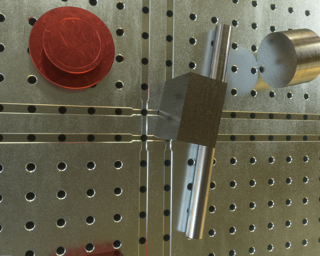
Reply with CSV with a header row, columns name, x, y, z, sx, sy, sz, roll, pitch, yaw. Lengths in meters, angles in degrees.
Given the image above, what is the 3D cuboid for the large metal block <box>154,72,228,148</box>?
name,x,y,z,sx,sy,sz,roll,pitch,yaw
large metal block,0.036,-0.020,0.397,0.050,0.080,0.080,13,86,-20

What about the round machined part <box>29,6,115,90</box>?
name,x,y,z,sx,sy,sz,roll,pitch,yaw
round machined part,-0.102,-0.095,0.366,0.099,0.042,0.097,0,90,-20

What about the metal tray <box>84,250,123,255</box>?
name,x,y,z,sx,sy,sz,roll,pitch,yaw
metal tray,-0.086,0.225,0.378,0.091,0.030,0.129,-2,91,-20

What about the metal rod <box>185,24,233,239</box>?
name,x,y,z,sx,sy,sz,roll,pitch,yaw
metal rod,0.070,0.003,0.438,0.025,0.025,0.298,10,87,-20

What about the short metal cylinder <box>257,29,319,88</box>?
name,x,y,z,sx,sy,sz,roll,pitch,yaw
short metal cylinder,0.189,-0.102,0.453,0.050,0.080,0.080,-13,95,-20
